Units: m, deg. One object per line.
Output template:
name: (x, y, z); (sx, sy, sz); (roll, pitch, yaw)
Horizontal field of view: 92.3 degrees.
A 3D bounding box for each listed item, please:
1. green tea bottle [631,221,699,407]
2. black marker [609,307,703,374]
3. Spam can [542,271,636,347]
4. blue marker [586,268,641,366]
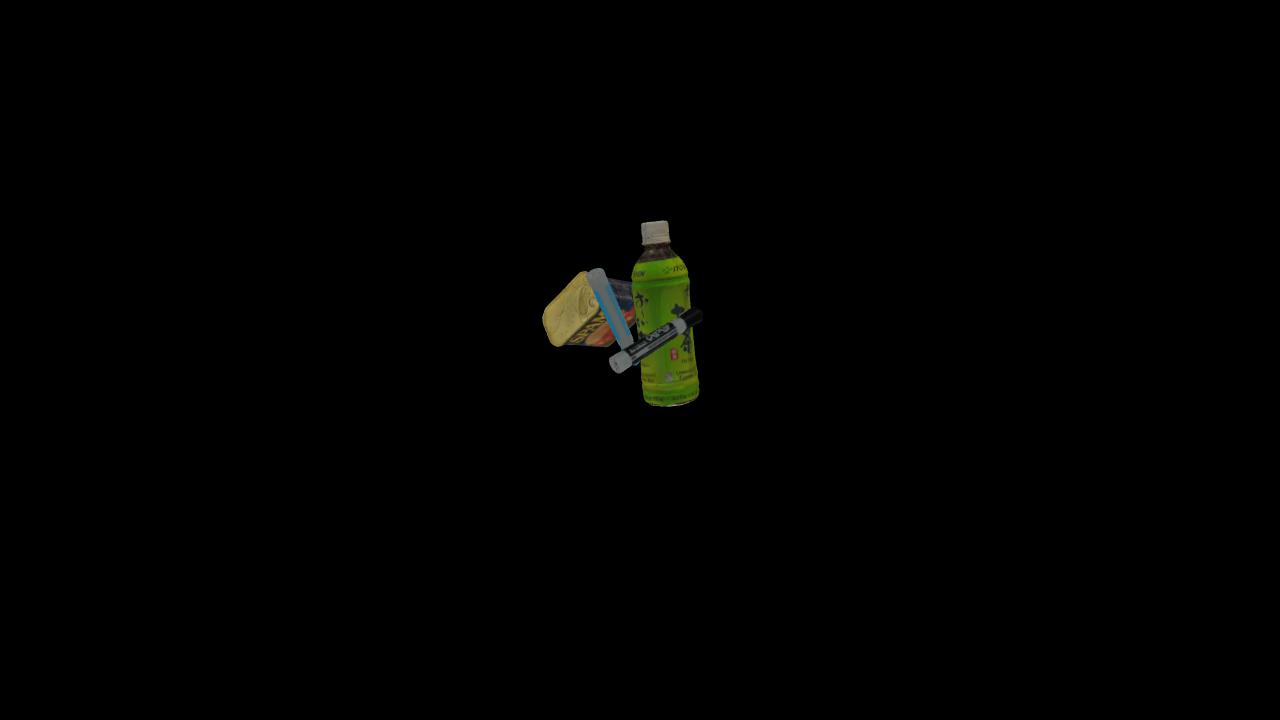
green tea bottle: (0.027, -0.055, 0.720); (0.073, 0.212, 0.073); (-7, 11, 1)
black marker: (0.020, -0.023, 0.634); (0.121, 0.020, 0.020); (-33, 17, -28)
Spam can: (-0.055, -0.059, 0.761); (0.085, 0.058, 0.101); (2, -33, -48)
blue marker: (-0.024, -0.040, 0.632); (0.020, 0.121, 0.020); (-15, 38, 12)
